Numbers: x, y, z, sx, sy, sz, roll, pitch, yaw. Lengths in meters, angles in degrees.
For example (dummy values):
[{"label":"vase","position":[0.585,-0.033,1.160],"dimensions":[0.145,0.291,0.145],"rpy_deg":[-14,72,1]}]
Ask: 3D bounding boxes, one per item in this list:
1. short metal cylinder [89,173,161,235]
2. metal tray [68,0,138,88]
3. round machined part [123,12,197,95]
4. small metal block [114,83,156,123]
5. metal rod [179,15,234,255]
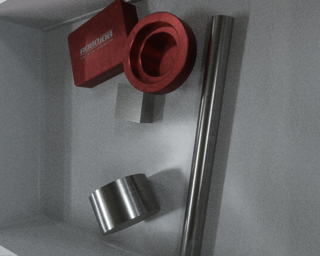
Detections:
[{"label":"short metal cylinder","position":[-0.046,0.100,0.407],"dimensions":[0.080,0.081,0.050],"rpy_deg":[-39,67,33]},{"label":"metal tray","position":[-0.086,-0.123,0.472],"dimensions":[0.130,0.030,0.090],"rpy_deg":[-17,79,38]},{"label":"round machined part","position":[0.004,-0.089,0.387],"dimensions":[0.098,0.042,0.097],"rpy_deg":[-3,84,36]},{"label":"small metal block","position":[-0.035,-0.035,0.433],"dimensions":[0.050,0.025,0.050],"rpy_deg":[12,98,39]},{"label":"metal rod","position":[0.052,0.024,0.362],"dimensions":[0.025,0.025,0.298],"rpy_deg":[12,97,39]}]
